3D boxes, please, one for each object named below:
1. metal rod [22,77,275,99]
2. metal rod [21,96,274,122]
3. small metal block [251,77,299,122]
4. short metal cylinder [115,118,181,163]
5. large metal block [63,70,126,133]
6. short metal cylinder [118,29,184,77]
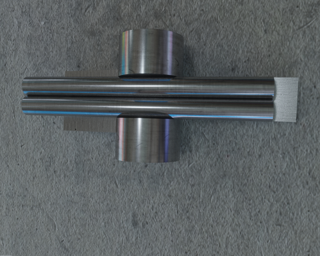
[{"bbox_3d":[-0.023,-0.049,0.371,0.301,0.025,0.025,2,91,12],"label":"metal rod"},{"bbox_3d":[-0.024,-0.024,0.371,0.301,0.025,0.025,2,91,12],"label":"metal rod"},{"bbox_3d":[0.133,-0.033,0.363,0.050,0.025,0.050,3,91,20],"label":"small metal block"},{"bbox_3d":[-0.015,0.013,0.386,0.080,0.080,0.050,2,91,20],"label":"short metal cylinder"},{"bbox_3d":[-0.082,-0.035,0.426,0.080,0.050,0.080,2,91,20],"label":"large metal block"},{"bbox_3d":[-0.011,-0.086,0.385,0.080,0.080,0.050,2,91,20],"label":"short metal cylinder"}]
